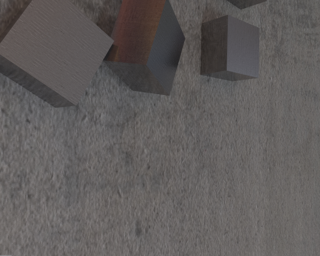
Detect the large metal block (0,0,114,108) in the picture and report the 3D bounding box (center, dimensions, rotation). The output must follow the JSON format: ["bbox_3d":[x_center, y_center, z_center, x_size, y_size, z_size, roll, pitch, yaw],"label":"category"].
[{"bbox_3d":[-0.105,-0.076,0.301,0.080,0.050,0.080,38,67,-34],"label":"large metal block"}]

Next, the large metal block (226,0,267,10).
[{"bbox_3d":[0.132,-0.252,0.501,0.081,0.050,0.080,11,83,-40],"label":"large metal block"}]

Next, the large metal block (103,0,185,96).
[{"bbox_3d":[-0.014,-0.092,0.357,0.080,0.050,0.080,43,60,-65],"label":"large metal block"}]

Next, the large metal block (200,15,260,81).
[{"bbox_3d":[0.110,-0.120,0.483,0.081,0.050,0.079,2,89,-40],"label":"large metal block"}]
